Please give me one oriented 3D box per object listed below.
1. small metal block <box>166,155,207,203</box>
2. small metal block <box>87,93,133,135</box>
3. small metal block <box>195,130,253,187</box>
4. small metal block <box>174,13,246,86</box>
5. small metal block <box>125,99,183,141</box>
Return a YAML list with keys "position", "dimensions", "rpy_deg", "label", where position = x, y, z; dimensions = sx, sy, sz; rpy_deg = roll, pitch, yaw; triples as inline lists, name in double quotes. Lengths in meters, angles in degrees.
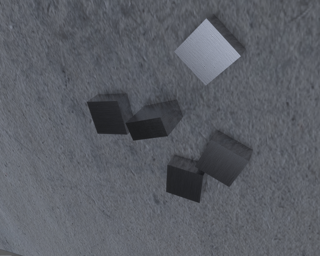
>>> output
- position: [0.037, 0.070, 0.430]
  dimensions: [0.050, 0.025, 0.050]
  rpy_deg: [15, 125, 19]
  label: "small metal block"
- position: [-0.067, -0.019, 0.428]
  dimensions: [0.050, 0.025, 0.050]
  rpy_deg: [1, 119, 27]
  label: "small metal block"
- position: [0.079, 0.038, 0.388]
  dimensions: [0.050, 0.025, 0.050]
  rpy_deg: [31, 128, 8]
  label: "small metal block"
- position: [0.052, -0.082, 0.328]
  dimensions: [0.050, 0.025, 0.050]
  rpy_deg: [46, 129, -5]
  label: "small metal block"
- position: [-0.006, -0.010, 0.386]
  dimensions: [0.050, 0.050, 0.025]
  rpy_deg: [-8, 114, 31]
  label: "small metal block"
